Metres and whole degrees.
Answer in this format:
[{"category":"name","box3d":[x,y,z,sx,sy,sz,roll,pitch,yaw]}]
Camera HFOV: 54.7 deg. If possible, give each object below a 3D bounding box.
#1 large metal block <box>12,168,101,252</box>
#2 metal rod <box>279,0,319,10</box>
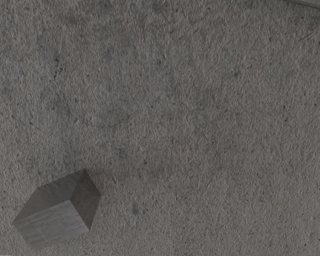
[{"category":"large metal block","box3d":[-0.134,0.108,0.419,0.080,0.080,0.050,-23,109,8]},{"category":"metal rod","box3d":[0.106,-0.166,0.349,0.302,0.025,0.025,11,110,-5]}]
